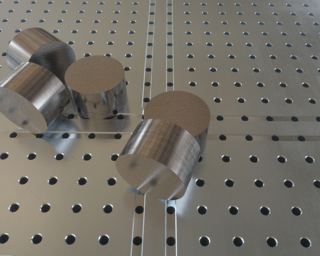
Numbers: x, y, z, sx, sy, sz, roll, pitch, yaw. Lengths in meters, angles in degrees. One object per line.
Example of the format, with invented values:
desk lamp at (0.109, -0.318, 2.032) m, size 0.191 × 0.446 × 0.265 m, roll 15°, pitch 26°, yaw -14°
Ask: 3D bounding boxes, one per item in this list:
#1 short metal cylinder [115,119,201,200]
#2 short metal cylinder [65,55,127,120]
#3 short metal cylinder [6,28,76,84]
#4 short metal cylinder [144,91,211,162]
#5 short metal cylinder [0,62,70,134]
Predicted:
short metal cylinder at (-0.001, 0.036, 0.342) m, size 0.080 × 0.080 × 0.050 m, roll 18°, pitch 53°, yaw 14°
short metal cylinder at (-0.089, -0.058, 0.440) m, size 0.081 × 0.050 × 0.080 m, roll 0°, pitch 50°, yaw 0°
short metal cylinder at (-0.172, -0.099, 0.454) m, size 0.050 × 0.080 × 0.080 m, roll 35°, pitch 58°, yaw 26°
short metal cylinder at (0.021, -0.002, 0.393) m, size 0.081 × 0.050 × 0.080 m, roll 0°, pitch 50°, yaw 0°
short metal cylinder at (-0.167, -0.038, 0.403) m, size 0.080 × 0.080 × 0.050 m, roll 18°, pitch 53°, yaw 14°
